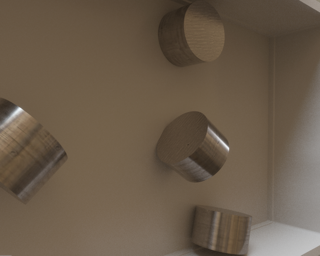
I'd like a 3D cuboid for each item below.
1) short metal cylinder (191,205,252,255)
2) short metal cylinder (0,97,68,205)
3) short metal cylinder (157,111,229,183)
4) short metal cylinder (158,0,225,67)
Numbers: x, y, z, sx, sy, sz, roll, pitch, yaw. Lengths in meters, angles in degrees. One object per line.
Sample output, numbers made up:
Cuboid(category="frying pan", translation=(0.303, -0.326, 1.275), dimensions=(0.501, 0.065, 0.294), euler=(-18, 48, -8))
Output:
Cuboid(category="short metal cylinder", translation=(0.089, 0.145, 0.449), dimensions=(0.081, 0.080, 0.050), euler=(17, 79, -39))
Cuboid(category="short metal cylinder", translation=(-0.128, 0.020, 0.265), dimensions=(0.050, 0.080, 0.080), euler=(-52, 121, -27))
Cuboid(category="short metal cylinder", translation=(0.043, 0.025, 0.409), dimensions=(0.050, 0.080, 0.080), euler=(42, 64, -32))
Cuboid(category="short metal cylinder", translation=(0.044, -0.128, 0.429), dimensions=(0.081, 0.050, 0.079), euler=(0, 90, -40))
